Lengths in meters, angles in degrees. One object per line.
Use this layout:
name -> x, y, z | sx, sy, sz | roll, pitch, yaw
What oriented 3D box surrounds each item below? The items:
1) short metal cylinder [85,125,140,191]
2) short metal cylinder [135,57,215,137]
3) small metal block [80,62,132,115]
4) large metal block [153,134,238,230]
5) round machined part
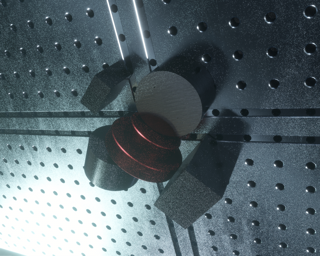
short metal cylinder -> -0.061, 0.040, 0.431 | 0.080, 0.080, 0.050 | 27, 128, 10
short metal cylinder -> 0.018, -0.037, 0.361 | 0.080, 0.050, 0.079 | 13, 124, 20
small metal block -> -0.069, -0.051, 0.398 | 0.025, 0.050, 0.050 | 41, 129, 0
large metal block -> 0.046, 0.067, 0.392 | 0.050, 0.080, 0.080 | 37, 129, 3
round machined part -> -0.014, 0.017, 0.381 | 0.098, 0.098, 0.042 | 35, 117, 4
